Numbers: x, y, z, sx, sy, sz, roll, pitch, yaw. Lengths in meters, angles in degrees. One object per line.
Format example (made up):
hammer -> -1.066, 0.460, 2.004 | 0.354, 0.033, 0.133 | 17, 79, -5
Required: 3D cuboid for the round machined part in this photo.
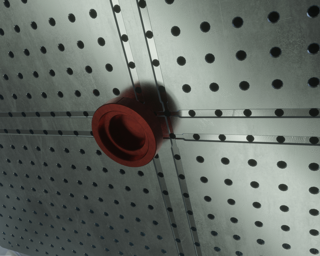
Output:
round machined part -> -0.040, 0.002, 0.423 | 0.098, 0.042, 0.097 | 13, 124, 21
